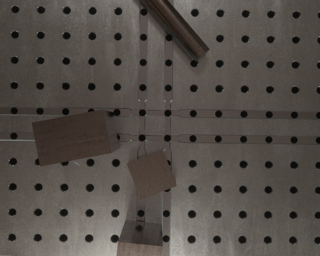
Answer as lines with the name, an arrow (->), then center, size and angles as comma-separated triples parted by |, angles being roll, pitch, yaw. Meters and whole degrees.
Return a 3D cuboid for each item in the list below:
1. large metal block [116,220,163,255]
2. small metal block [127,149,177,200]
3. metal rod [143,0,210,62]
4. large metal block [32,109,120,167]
large metal block -> -0.026, 0.169, 0.386 | 0.050, 0.080, 0.079 | 6, 90, 0
small metal block -> -0.011, 0.061, 0.413 | 0.050, 0.025, 0.050 | -21, 90, -1
metal rod -> -0.040, -0.211, 0.412 | 0.025, 0.025, 0.300 | -41, 91, 0
large metal block -> -0.099, 0.011, 0.385 | 0.080, 0.080, 0.050 | -11, 90, 0
